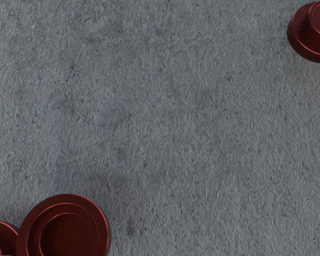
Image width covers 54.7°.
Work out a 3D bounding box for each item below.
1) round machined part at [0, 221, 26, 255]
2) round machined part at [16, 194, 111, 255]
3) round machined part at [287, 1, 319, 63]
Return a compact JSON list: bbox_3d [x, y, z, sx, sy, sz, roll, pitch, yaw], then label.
[{"bbox_3d":[-0.199,0.152,0.342,0.099,0.042,0.098,0,70,0],"label":"round machined part"},{"bbox_3d":[-0.105,0.127,0.352,0.099,0.042,0.098,0,70,0],"label":"round machined part"},{"bbox_3d":[0.244,-0.148,0.455,0.099,0.042,0.098,0,70,0],"label":"round machined part"}]
